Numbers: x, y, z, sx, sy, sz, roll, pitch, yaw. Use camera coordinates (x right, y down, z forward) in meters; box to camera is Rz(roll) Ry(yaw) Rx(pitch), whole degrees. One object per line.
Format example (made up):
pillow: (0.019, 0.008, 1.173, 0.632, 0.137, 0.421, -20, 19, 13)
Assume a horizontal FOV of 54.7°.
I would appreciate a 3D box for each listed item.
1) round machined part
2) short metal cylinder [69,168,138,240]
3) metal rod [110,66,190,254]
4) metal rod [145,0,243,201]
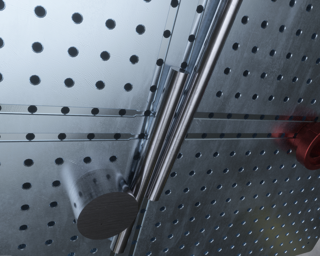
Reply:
round machined part: (0.290, 0.026, 0.575, 0.099, 0.042, 0.097, -14, 124, -21)
short metal cylinder: (-0.076, 0.102, 0.416, 0.081, 0.050, 0.079, -14, 124, -21)
metal rod: (-0.021, 0.059, 0.435, 0.025, 0.025, 0.298, 5, 116, -31)
metal rod: (0.037, -0.028, 0.414, 0.025, 0.025, 0.298, 7, 115, -32)
